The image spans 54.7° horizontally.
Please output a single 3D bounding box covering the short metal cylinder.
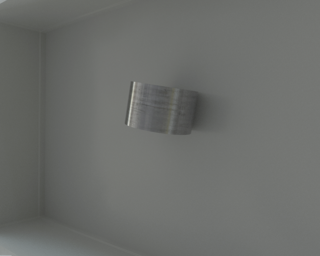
[{"bbox_3d":[0.002,-0.025,0.368,0.080,0.081,0.050,15,100,38],"label":"short metal cylinder"}]
